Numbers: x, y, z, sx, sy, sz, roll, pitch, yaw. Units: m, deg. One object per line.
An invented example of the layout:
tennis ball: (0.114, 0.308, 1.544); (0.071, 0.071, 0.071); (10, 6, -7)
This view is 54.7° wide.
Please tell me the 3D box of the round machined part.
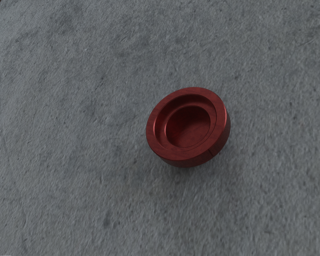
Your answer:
round machined part: (0.036, 0.003, 0.371); (0.098, 0.042, 0.098); (-13, 56, 20)
